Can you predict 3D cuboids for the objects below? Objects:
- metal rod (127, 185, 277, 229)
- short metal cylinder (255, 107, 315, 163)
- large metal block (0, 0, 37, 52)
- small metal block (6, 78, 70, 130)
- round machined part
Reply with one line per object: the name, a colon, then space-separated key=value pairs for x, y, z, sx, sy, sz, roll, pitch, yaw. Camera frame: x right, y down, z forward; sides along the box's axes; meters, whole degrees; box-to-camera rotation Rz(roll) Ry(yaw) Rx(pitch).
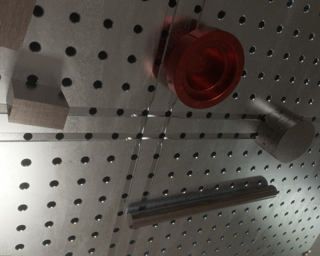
metal rod: x=0.088 y=0.134 z=0.544 sx=0.303 sy=0.025 sz=0.025 roll=-4 pitch=120 yaw=-27
short metal cylinder: x=0.209 y=0.012 z=0.520 sx=0.081 sy=0.050 sz=0.079 roll=-14 pitch=125 yaw=-21
large metal block: x=-0.143 y=-0.118 z=0.244 sx=0.081 sy=0.050 sz=0.080 roll=15 pitch=111 yaw=-35
small metal block: x=-0.124 y=-0.024 z=0.313 sx=0.050 sy=0.050 sz=0.025 roll=10 pitch=113 yaw=-33
round machined part: x=0.052 y=-0.076 z=0.383 sx=0.099 sy=0.042 sz=0.097 roll=-14 pitch=125 yaw=-21
